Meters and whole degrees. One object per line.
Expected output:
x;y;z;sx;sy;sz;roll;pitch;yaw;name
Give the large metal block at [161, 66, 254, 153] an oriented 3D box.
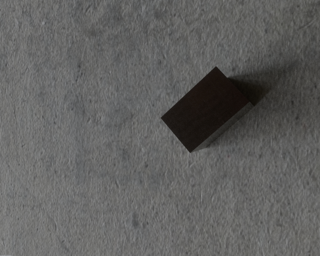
0.058;-0.019;0.359;0.080;0.080;0.050;-43;77;15;large metal block
